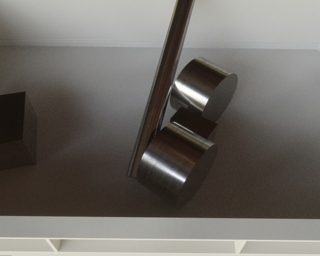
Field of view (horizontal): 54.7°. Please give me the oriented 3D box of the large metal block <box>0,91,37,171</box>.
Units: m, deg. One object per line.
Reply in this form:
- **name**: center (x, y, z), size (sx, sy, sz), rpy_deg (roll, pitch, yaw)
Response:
- **large metal block**: center (-0.201, 0.006, 0.381), size (0.081, 0.050, 0.080), rpy_deg (-10, 51, -9)

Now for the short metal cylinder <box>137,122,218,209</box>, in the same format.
- **short metal cylinder**: center (0.020, 0.040, 0.336), size (0.050, 0.080, 0.080), rpy_deg (31, 56, 23)

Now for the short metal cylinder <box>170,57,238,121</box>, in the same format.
- **short metal cylinder**: center (0.058, -0.047, 0.410), size (0.050, 0.080, 0.080), rpy_deg (35, 58, 25)

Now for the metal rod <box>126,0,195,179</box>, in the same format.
- **metal rod**: center (0.010, -0.081, 0.399), size (0.025, 0.025, 0.299), rpy_deg (12, 74, 10)

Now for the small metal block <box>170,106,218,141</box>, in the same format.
- **small metal block**: center (0.040, 0.008, 0.383), size (0.050, 0.050, 0.025), rpy_deg (27, 55, 21)
